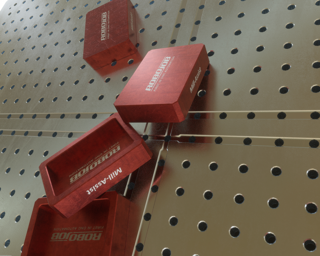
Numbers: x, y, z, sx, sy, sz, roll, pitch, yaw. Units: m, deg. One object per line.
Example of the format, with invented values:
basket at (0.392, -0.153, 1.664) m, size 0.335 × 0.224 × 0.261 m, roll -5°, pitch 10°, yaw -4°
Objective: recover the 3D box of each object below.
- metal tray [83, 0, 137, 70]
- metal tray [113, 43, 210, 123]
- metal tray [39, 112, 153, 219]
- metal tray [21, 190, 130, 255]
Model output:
metal tray at (-0.091, -0.175, 0.562) m, size 0.090 × 0.030 × 0.130 m, roll -18°, pitch 54°, yaw 17°
metal tray at (0.006, -0.062, 0.418) m, size 0.090 × 0.030 × 0.130 m, roll 0°, pitch 45°, yaw 28°
metal tray at (-0.085, 0.042, 0.398) m, size 0.130 × 0.030 × 0.090 m, roll -35°, pitch 38°, yaw -8°
metal tray at (-0.105, 0.130, 0.381) m, size 0.130 × 0.030 × 0.090 m, roll -10°, pitch 57°, yaw 23°
